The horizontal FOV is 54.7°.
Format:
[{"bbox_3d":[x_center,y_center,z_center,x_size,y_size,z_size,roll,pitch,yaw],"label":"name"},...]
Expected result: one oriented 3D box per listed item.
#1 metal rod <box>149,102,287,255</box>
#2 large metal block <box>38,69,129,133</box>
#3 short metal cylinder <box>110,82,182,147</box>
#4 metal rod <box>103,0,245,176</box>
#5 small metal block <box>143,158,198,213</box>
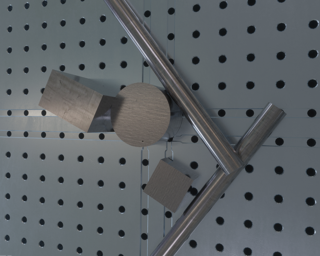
[{"bbox_3d":[0.054,0.096,0.393,0.025,0.025,0.299,38,102,16],"label":"metal rod"},{"bbox_3d":[-0.098,-0.034,0.418,0.080,0.080,0.050,27,99,18],"label":"large metal block"},{"bbox_3d":[-0.017,-0.017,0.404,0.080,0.050,0.079,0,91,20],"label":"short metal cylinder"},{"bbox_3d":[0.007,-0.071,0.396,0.025,0.025,0.299,-38,73,16],"label":"metal rod"},{"bbox_3d":[0.014,0.074,0.408,0.050,0.025,0.050,31,100,17],"label":"small metal block"}]
